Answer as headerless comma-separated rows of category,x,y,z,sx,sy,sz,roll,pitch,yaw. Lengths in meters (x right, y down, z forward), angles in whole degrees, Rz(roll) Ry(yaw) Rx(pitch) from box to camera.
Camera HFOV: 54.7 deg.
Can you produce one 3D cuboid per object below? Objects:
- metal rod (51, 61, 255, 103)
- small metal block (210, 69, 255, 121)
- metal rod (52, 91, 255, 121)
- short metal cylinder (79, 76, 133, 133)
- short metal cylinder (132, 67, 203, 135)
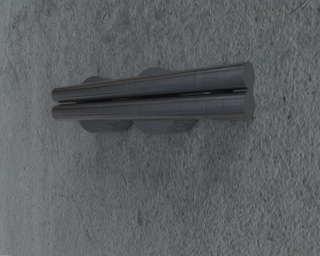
metal rod,-0.036,-0.048,0.370,0.300,0.025,0.025,1,91,40
small metal block,0.077,-0.033,0.328,0.025,0.050,0.050,-2,88,40
metal rod,-0.036,-0.022,0.370,0.300,0.025,0.025,1,91,40
short metal cylinder,-0.078,-0.033,0.454,0.080,0.050,0.080,0,90,40
short metal cylinder,0.007,-0.032,0.385,0.080,0.050,0.080,0,90,40
